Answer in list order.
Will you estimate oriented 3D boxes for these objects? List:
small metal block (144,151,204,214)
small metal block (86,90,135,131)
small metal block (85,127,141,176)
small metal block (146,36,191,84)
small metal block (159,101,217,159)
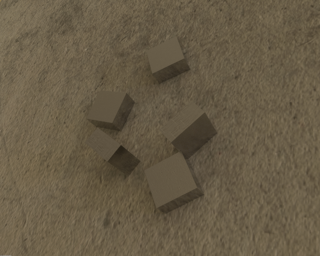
[{"bbox_3d":[0.016,0.062,0.356,0.050,0.025,0.050,-29,52,9],"label":"small metal block"},{"bbox_3d":[-0.073,-0.026,0.456,0.050,0.025,0.050,9,66,31],"label":"small metal block"},{"bbox_3d":[-0.060,0.031,0.399,0.050,0.050,0.025,32,80,37],"label":"small metal block"},{"bbox_3d":[0.012,-0.101,0.458,0.050,0.025,0.050,-23,53,13],"label":"small metal block"},{"bbox_3d":[0.034,0.004,0.366,0.050,0.050,0.025,-42,51,-1],"label":"small metal block"}]
